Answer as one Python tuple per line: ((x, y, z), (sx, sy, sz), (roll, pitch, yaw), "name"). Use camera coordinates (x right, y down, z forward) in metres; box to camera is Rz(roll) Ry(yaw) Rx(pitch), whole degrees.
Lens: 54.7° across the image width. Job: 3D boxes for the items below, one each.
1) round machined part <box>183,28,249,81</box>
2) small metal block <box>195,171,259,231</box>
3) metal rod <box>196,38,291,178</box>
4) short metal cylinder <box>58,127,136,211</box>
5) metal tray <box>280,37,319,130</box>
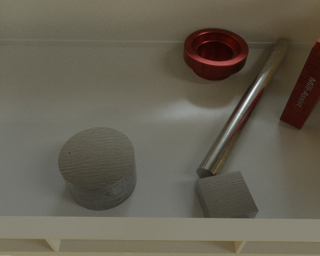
((0.086, -0.112, 0.490), (0.099, 0.042, 0.098), (0, 50, 0), "round machined part")
((0.071, 0.079, 0.340), (0.050, 0.025, 0.050), (-10, 51, -9), "small metal block")
((0.131, -0.043, 0.442), (0.025, 0.025, 0.301), (25, 54, 19), "metal rod")
((-0.068, 0.045, 0.350), (0.081, 0.050, 0.080), (0, 50, 0), "short metal cylinder")
((0.205, -0.069, 0.398), (0.030, 0.129, 0.090), (31, 57, 23), "metal tray")
